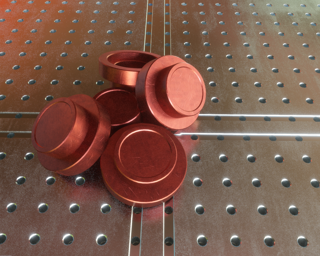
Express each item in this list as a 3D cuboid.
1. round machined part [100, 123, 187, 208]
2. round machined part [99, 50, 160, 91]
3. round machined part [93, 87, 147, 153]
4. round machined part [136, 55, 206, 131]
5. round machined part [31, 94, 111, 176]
[{"bbox_3d":[-0.018,0.036,0.350,0.099,0.042,0.098,3,61,-6],"label":"round machined part"},{"bbox_3d":[-0.038,-0.078,0.447,0.099,0.042,0.098,5,29,-2],"label":"round machined part"},{"bbox_3d":[-0.056,-0.016,0.408,0.099,0.042,0.098,0,50,0],"label":"round machined part"},{"bbox_3d":[0.021,-0.046,0.397,0.042,0.098,0.098,-9,33,50],"label":"round machined part"},{"bbox_3d":[-0.110,0.003,0.361,0.098,0.042,0.098,-13,61,26],"label":"round machined part"}]
